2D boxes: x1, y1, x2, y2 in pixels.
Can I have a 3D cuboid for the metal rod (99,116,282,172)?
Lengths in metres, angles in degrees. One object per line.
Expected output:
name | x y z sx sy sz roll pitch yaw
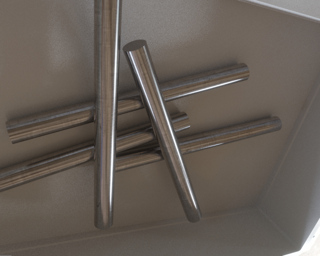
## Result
metal rod | 0.055 0.022 0.454 0.303 0.025 0.025 -12 124 -22

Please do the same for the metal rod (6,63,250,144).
metal rod | -0.022 -0.036 0.375 0.302 0.025 0.025 -17 125 -19

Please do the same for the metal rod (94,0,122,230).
metal rod | -0.060 -0.004 0.340 0.025 0.025 0.298 -8 122 -25

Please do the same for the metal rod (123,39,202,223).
metal rod | 0.014 0.028 0.401 0.025 0.025 0.299 -28 128 -11

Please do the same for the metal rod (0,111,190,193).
metal rod | -0.101 0.034 0.375 0.302 0.025 0.025 -18 126 -18
